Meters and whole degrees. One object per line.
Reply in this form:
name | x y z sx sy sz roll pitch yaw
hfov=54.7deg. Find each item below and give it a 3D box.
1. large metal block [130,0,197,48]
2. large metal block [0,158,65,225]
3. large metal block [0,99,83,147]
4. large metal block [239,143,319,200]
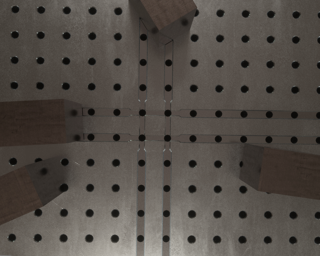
large metal block | -0.001 -0.156 0.386 0.050 0.080 0.080 -32 90 0
large metal block | -0.177 0.080 0.384 0.080 0.080 0.050 -24 90 0
large metal block | -0.146 -0.006 0.384 0.081 0.080 0.050 -3 90 -1
large metal block | 0.153 0.052 0.388 0.081 0.080 0.050 8 90 -1
